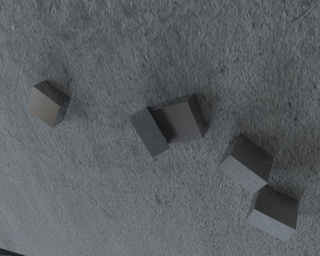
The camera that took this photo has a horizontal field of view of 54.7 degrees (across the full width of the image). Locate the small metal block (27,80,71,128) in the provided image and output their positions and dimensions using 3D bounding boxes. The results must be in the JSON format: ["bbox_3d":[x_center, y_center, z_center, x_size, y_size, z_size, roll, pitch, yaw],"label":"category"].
[{"bbox_3d":[-0.170,-0.036,0.474,0.050,0.025,0.050,37,129,3],"label":"small metal block"}]

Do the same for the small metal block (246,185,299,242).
[{"bbox_3d":[0.139,0.102,0.381,0.050,0.050,0.025,26,128,12],"label":"small metal block"}]

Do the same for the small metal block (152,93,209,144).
[{"bbox_3d":[0.026,-0.011,0.387,0.050,0.025,0.050,-12,112,33],"label":"small metal block"}]

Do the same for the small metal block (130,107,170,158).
[{"bbox_3d":[-0.014,0.004,0.397,0.025,0.050,0.050,-30,105,-1],"label":"small metal block"}]

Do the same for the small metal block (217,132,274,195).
[{"bbox_3d":[0.101,0.040,0.362,0.050,0.050,0.025,37,129,3],"label":"small metal block"}]
